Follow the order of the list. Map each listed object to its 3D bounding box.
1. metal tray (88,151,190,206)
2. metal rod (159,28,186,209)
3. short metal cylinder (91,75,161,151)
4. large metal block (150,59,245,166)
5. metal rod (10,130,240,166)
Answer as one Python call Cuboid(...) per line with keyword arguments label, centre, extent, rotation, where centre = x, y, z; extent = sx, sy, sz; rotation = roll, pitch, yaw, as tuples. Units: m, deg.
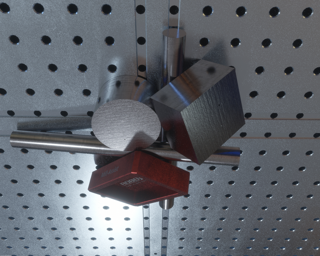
Cuboid(label="metal tray", centre=(-0.033, 0.077, 0.440), extent=(0.090, 0.030, 0.130), rotation=(27, 146, -28))
Cuboid(label="metal rod", centre=(0.013, 0.013, 0.423), extent=(0.025, 0.025, 0.298), rotation=(0, 131, -1))
Cuboid(label="short metal cylinder", centre=(-0.039, -0.017, 0.380), extent=(0.081, 0.050, 0.079), rotation=(0, 130, 0))
Cuboid(label="large metal block", centre=(0.046, -0.019, 0.353), extent=(0.080, 0.050, 0.080), rotation=(-39, 131, -20))
Cuboid(label="metal rod", centre=(-0.049, 0.026, 0.411), extent=(0.302, 0.025, 0.025), rotation=(4, 130, 5))
